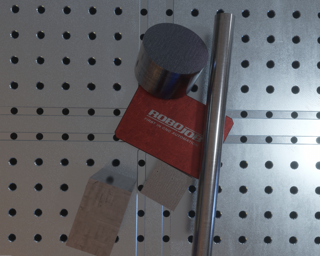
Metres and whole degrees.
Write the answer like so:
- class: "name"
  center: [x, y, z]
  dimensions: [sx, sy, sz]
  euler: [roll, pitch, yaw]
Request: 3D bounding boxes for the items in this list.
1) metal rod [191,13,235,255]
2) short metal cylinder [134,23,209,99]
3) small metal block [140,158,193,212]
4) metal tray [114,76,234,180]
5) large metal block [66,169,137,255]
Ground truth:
- class: "metal rod"
  center: [0.066, 0.010, 0.383]
  dimensions: [0.025, 0.025, 0.298]
  euler: [6, 90, -1]
- class: "short metal cylinder"
  center: [0.013, -0.082, 0.383]
  dimensions: [0.081, 0.050, 0.080]
  euler: [8, 58, -13]
- class: "small metal block"
  center: [0.008, 0.075, 0.414]
  dimensions: [0.050, 0.025, 0.050]
  euler: [30, 90, -1]
- class: "metal tray"
  center: [0.018, 0.000, 0.411]
  dimensions: [0.130, 0.030, 0.090]
  euler: [27, 90, -1]
- class: "large metal block"
  center: [-0.068, 0.101, 0.385]
  dimensions: [0.050, 0.080, 0.080]
  euler: [19, 90, 0]
